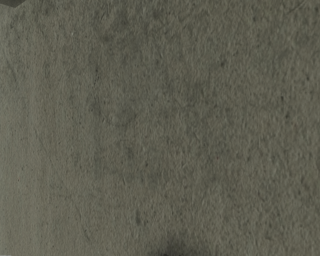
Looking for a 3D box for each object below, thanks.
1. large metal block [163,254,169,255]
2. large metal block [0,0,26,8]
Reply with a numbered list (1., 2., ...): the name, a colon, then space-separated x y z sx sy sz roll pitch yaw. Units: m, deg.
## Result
1. large metal block: 0.016 0.215 0.374 0.080 0.050 0.079 14 99 38
2. large metal block: -0.314 -0.291 0.624 0.080 0.081 0.050 -7 86 39
